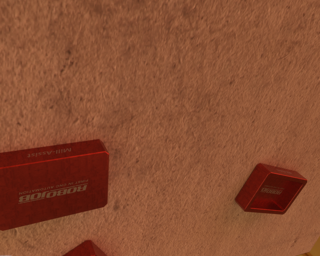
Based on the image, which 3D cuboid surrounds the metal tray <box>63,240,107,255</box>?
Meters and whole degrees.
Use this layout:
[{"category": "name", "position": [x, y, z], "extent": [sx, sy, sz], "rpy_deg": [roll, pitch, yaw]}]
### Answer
[{"category": "metal tray", "position": [-0.140, 0.239, 0.476], "extent": [0.131, 0.030, 0.090], "rpy_deg": [-32, 129, -8]}]

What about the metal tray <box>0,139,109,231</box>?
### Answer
[{"category": "metal tray", "position": [-0.130, 0.067, 0.375], "extent": [0.131, 0.030, 0.089], "rpy_deg": [-8, 122, -25]}]

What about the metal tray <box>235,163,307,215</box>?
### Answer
[{"category": "metal tray", "position": [0.217, 0.121, 0.600], "extent": [0.131, 0.030, 0.089], "rpy_deg": [15, 111, -35]}]
